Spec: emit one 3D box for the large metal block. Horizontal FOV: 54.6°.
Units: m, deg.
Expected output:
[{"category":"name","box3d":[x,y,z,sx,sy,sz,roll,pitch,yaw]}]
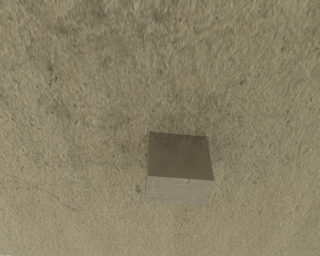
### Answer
[{"category":"large metal block","box3d":[0.023,0.053,0.416,0.080,0.080,0.050,5,130,-5]}]
